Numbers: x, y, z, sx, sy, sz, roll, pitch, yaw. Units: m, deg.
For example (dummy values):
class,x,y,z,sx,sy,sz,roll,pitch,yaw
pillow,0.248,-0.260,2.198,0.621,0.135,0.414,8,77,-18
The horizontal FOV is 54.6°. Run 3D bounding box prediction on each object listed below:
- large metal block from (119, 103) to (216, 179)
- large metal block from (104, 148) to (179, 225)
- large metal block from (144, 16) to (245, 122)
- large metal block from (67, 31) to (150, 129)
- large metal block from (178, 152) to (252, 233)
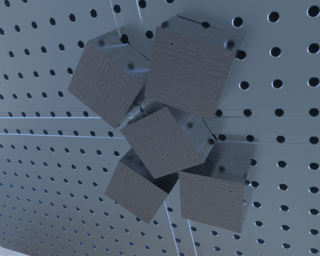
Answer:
class,x,y,z,sx,sy,sz,roll,pitch,yaw
large metal block,0.011,0.010,0.395,0.080,0.050,0.080,-25,105,37
large metal block,-0.026,0.082,0.458,0.080,0.050,0.080,33,129,7
large metal block,0.035,-0.065,0.335,0.080,0.050,0.079,21,127,12
large metal block,-0.058,-0.060,0.389,0.080,0.050,0.080,39,130,2
large metal block,0.073,0.081,0.407,0.080,0.050,0.080,8,122,23
